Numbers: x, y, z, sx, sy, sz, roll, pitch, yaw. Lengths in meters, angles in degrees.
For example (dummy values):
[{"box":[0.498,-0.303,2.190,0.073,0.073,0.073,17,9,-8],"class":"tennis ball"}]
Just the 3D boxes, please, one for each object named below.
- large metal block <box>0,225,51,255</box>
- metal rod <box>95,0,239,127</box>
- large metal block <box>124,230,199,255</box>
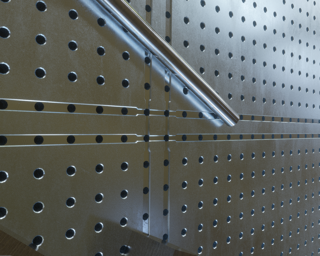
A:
[{"box":[-0.146,0.135,0.271,0.080,0.050,0.080,49,61,-29],"class":"large metal block"},{"box":[0.020,-0.089,0.425,0.301,0.025,0.025,38,67,-34],"class":"metal rod"},{"box":[-0.005,0.178,0.369,0.050,0.080,0.080,32,70,-36],"class":"large metal block"}]
